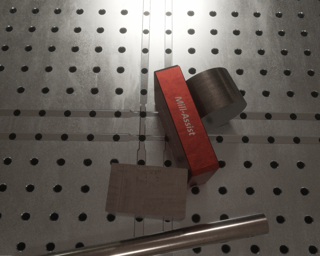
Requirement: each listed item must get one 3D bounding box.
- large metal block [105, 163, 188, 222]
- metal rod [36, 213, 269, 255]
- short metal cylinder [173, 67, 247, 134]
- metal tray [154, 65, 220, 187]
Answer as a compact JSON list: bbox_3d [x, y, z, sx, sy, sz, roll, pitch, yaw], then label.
[{"bbox_3d":[-0.013,0.076,0.355,0.081,0.080,0.050,4,70,1],"label":"large metal block"},{"bbox_3d":[-0.023,0.139,0.360,0.302,0.025,0.025,-10,71,-4],"label":"metal rod"},{"bbox_3d":[0.062,-0.033,0.395,0.080,0.080,0.050,-23,72,-8],"label":"short metal cylinder"},{"bbox_3d":[0.027,0.001,0.377,0.030,0.090,0.130,-17,71,-6],"label":"metal tray"}]
